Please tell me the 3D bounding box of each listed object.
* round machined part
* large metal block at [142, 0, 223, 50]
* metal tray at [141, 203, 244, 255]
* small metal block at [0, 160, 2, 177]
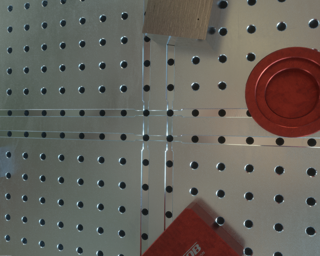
[{"bbox_3d":[0.149,-0.038,0.351,0.098,0.042,0.097,0,90,20],"label":"round machined part"},{"bbox_3d":[0.031,-0.148,0.388,0.080,0.050,0.080,12,94,19],"label":"large metal block"},{"bbox_3d":[0.031,0.174,0.399,0.090,0.030,0.130,43,103,15],"label":"metal tray"},{"bbox_3d":[-0.296,0.061,0.517,0.050,0.025,0.050,-9,87,19],"label":"small metal block"}]
